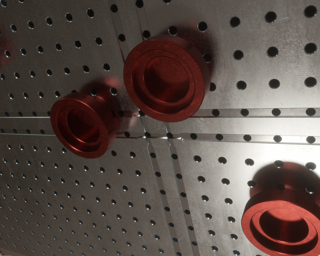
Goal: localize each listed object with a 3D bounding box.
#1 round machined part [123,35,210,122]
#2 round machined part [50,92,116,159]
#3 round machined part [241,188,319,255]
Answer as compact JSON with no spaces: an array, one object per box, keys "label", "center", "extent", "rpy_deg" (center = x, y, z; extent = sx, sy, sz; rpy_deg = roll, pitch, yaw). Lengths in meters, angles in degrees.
[{"label":"round machined part","center":[0.011,-0.059,0.357],"extent":[0.098,0.042,0.097],"rpy_deg":[13,124,20]},{"label":"round machined part","center":[-0.105,-0.007,0.449],"extent":[0.098,0.042,0.097],"rpy_deg":[13,124,20]},{"label":"round machined part","center":[0.156,0.115,0.389],"extent":[0.098,0.042,0.097],"rpy_deg":[13,124,20]}]
